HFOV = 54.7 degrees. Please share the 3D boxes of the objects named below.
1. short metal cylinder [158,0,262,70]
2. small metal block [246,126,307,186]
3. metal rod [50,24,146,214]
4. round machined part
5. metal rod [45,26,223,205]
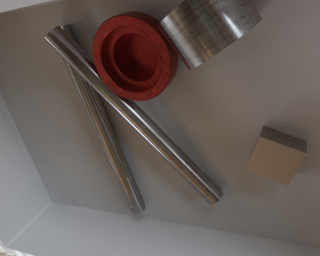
[{"bbox_3d":[0.045,-0.098,0.288,0.080,0.080,0.050,-29,103,37],"label":"short metal cylinder"},{"bbox_3d":[0.134,0.032,0.358,0.050,0.025,0.050,21,126,15],"label":"small metal block"},{"bbox_3d":[-0.082,0.002,0.450,0.025,0.025,0.298,-6,116,30],"label":"metal rod"},{"bbox_3d":[-0.024,-0.084,0.357,0.098,0.042,0.097,13,124,20],"label":"round machined part"},{"bbox_3d":[-0.026,-0.009,0.399,0.300,0.025,0.025,46,129,-10],"label":"metal rod"}]
